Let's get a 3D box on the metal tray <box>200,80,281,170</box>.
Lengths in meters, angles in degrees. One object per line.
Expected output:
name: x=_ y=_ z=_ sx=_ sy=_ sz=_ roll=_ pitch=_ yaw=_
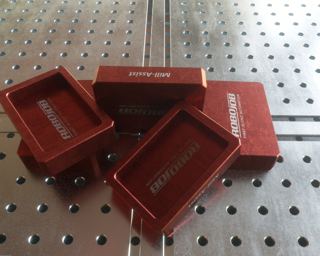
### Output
metal tray: x=0.098 y=-0.008 z=0.411 sx=0.091 sy=0.030 sz=0.130 roll=2 pitch=50 yaw=1

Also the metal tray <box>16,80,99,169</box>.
metal tray: x=-0.123 y=-0.009 z=0.411 sx=0.091 sy=0.030 sz=0.130 roll=-1 pitch=51 yaw=-1

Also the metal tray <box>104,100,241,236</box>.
metal tray: x=0.015 y=0.041 z=0.346 sx=0.090 sy=0.030 sz=0.130 roll=39 pitch=77 yaw=27

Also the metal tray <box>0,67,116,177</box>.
metal tray: x=-0.125 y=-0.014 z=0.373 sx=0.091 sy=0.030 sz=0.130 roll=-31 pitch=57 yaw=-24

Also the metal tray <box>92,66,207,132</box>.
metal tray: x=-0.012 y=-0.033 z=0.392 sx=0.131 sy=0.089 sz=0.030 roll=1 pitch=50 yaw=0
